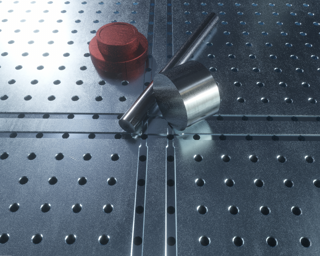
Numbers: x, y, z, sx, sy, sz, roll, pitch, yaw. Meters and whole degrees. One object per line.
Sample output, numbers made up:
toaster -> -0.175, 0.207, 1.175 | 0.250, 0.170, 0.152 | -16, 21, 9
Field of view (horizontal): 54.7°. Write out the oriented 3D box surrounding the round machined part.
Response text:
round machined part -> -0.069, -0.139, 0.513 | 0.099, 0.042, 0.098 | 0, 50, 0

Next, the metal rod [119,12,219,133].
metal rod -> 0.027, -0.104, 0.494 | 0.025, 0.025, 0.301 | 22, 53, 18

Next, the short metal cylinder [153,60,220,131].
short metal cylinder -> 0.033, -0.043, 0.408 | 0.050, 0.080, 0.080 | -26, 55, -20
